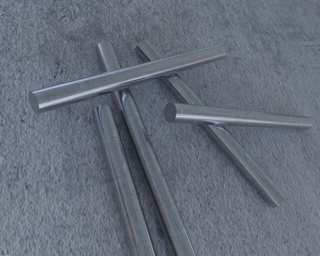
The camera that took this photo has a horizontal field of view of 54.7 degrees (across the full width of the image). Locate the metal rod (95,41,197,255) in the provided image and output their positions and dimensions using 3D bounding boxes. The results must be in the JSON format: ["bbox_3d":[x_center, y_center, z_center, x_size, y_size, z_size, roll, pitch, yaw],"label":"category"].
[{"bbox_3d":[-0.023,0.018,0.379,0.025,0.025,0.299,-10,67,-32],"label":"metal rod"}]

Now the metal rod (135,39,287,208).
[{"bbox_3d":[0.069,-0.011,0.446,0.300,0.025,0.025,50,51,7],"label":"metal rod"}]

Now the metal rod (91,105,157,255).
[{"bbox_3d":[-0.024,0.109,0.323,0.025,0.025,0.299,-6,65,-31],"label":"metal rod"}]

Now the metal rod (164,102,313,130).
[{"bbox_3d":[0.135,-0.014,0.460,0.302,0.025,0.025,2,61,-36],"label":"metal rod"}]

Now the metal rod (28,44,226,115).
[{"bbox_3d":[-0.017,-0.073,0.405,0.302,0.025,0.025,-23,74,-36],"label":"metal rod"}]
